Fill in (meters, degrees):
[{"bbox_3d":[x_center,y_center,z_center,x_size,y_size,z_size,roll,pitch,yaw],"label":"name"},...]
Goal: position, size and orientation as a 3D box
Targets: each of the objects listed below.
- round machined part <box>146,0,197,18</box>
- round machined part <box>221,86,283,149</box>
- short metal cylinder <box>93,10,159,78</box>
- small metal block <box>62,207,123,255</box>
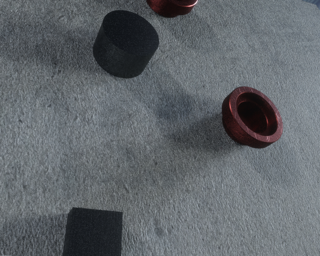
[{"bbox_3d":[0.014,-0.234,0.545,0.099,0.042,0.098,14,56,-21],"label":"round machined part"},{"bbox_3d":[0.135,-0.012,0.476,0.099,0.042,0.098,14,56,-21],"label":"round machined part"},{"bbox_3d":[-0.048,-0.117,0.435,0.081,0.050,0.080,14,56,-21],"label":"short metal cylinder"},{"bbox_3d":[-0.066,0.108,0.303,0.050,0.025,0.050,12,57,-22],"label":"small metal block"}]
